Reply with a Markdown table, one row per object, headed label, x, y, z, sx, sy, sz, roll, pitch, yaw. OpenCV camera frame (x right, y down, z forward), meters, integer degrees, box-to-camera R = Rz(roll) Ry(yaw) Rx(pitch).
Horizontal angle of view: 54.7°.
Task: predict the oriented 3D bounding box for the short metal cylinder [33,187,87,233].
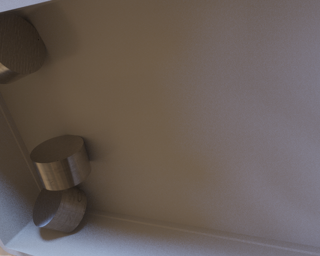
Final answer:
| label | x | y | z | sx | sy | sz | roll | pitch | yaw |
| --- | --- | --- | --- | --- | --- | --- | --- | --- | --- |
| short metal cylinder | -0.174 | 0.137 | 0.537 | 0.080 | 0.080 | 0.050 | -19 | 142 | 35 |

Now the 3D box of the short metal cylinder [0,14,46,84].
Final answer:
| label | x | y | z | sx | sy | sz | roll | pitch | yaw |
| --- | --- | --- | --- | --- | --- | --- | --- | --- | --- |
| short metal cylinder | -0.204 | -0.104 | 0.414 | 0.050 | 0.080 | 0.080 | -13 | 112 | 33 |

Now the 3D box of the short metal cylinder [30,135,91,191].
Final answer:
| label | x | y | z | sx | sy | sz | roll | pitch | yaw |
| --- | --- | --- | --- | --- | --- | --- | --- | --- | --- |
| short metal cylinder | -0.153 | 0.052 | 0.484 | 0.080 | 0.080 | 0.050 | 5 | 121 | 25 |
